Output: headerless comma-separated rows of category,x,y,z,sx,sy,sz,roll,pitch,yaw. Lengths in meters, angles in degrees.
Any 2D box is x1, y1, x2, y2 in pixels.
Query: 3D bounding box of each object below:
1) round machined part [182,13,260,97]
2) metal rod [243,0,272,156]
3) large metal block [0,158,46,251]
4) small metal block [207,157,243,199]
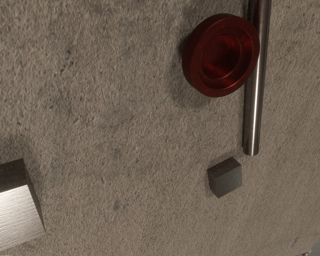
round machined part,0.070,-0.090,0.380,0.099,0.042,0.097,-14,125,-21
metal rod,0.134,-0.083,0.431,0.025,0.025,0.298,-20,127,-17
large metal block,-0.183,0.090,0.347,0.081,0.050,0.079,-16,125,-20
small metal block,0.110,0.083,0.521,0.050,0.025,0.050,-25,128,-14
